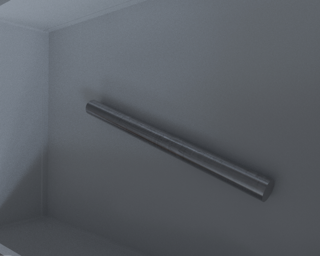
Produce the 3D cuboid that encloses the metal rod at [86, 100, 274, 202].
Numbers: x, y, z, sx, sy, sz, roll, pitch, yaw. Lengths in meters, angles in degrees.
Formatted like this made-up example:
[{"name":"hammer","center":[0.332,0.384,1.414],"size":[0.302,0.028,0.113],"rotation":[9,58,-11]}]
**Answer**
[{"name":"metal rod","center":[0.001,0.015,0.405],"size":[0.300,0.025,0.025],"rotation":[24,105,37]}]
